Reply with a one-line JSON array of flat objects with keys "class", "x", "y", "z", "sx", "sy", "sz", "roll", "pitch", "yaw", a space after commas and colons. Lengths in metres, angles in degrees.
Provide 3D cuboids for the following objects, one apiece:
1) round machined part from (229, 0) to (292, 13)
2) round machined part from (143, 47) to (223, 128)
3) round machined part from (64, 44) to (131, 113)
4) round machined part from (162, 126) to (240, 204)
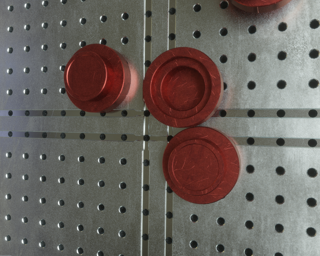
[{"class": "round machined part", "x": 0.121, "y": -0.182, "z": 0.361, "sx": 0.098, "sy": 0.042, "sz": 0.097, "roll": 0, "pitch": 90, "yaw": 20}, {"class": "round machined part", "x": 0.031, "y": -0.049, "z": 0.393, "sx": 0.098, "sy": 0.042, "sz": 0.097, "roll": 0, "pitch": 90, "yaw": 20}, {"class": "round machined part", "x": -0.095, "y": -0.071, "z": 0.438, "sx": 0.098, "sy": 0.042, "sz": 0.097, "roll": 0, "pitch": 90, "yaw": 20}, {"class": "round machined part", "x": 0.049, "y": 0.047, "z": 0.387, "sx": 0.098, "sy": 0.042, "sz": 0.097, "roll": 0, "pitch": 90, "yaw": 20}]
